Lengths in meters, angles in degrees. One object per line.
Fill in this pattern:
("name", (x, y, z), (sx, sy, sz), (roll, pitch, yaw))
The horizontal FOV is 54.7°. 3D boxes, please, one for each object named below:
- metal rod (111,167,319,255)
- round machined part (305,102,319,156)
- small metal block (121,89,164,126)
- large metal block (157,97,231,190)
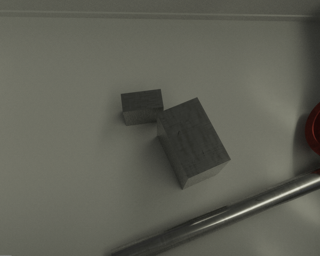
("metal rod", (0.089, 0.102, 0.373), (0.302, 0.025, 0.025), (-19, 71, -8))
("round machined part", (0.238, 0.002, 0.384), (0.042, 0.098, 0.098), (31, 68, -31))
("small metal block", (-0.022, -0.026, 0.406), (0.050, 0.050, 0.025), (-8, 71, -3))
("large metal block", (0.036, 0.022, 0.373), (0.050, 0.080, 0.080), (-23, 72, -8))
